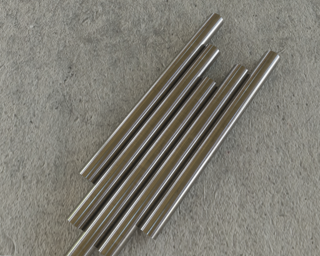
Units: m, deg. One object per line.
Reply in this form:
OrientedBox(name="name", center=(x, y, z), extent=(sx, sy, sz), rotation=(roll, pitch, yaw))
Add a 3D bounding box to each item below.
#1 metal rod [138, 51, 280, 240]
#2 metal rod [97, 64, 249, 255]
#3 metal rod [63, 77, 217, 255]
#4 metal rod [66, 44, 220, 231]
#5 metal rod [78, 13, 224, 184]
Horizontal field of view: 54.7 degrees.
OrientedBox(name="metal rod", center=(0.073, 0.011, 0.406), extent=(0.025, 0.025, 0.300), rotation=(35, 73, 11))
OrientedBox(name="metal rod", center=(0.026, 0.032, 0.398), extent=(0.025, 0.025, 0.300), rotation=(35, 73, 11))
OrientedBox(name="metal rod", center=(-0.019, 0.050, 0.391), extent=(0.025, 0.025, 0.300), rotation=(35, 73, 11))
OrientedBox(name="metal rod", center=(-0.012, 0.001, 0.409), extent=(0.025, 0.025, 0.300), rotation=(35, 73, 11))
OrientedBox(name="metal rod", center=(-0.003, -0.051, 0.428), extent=(0.025, 0.025, 0.300), rotation=(35, 73, 11))
